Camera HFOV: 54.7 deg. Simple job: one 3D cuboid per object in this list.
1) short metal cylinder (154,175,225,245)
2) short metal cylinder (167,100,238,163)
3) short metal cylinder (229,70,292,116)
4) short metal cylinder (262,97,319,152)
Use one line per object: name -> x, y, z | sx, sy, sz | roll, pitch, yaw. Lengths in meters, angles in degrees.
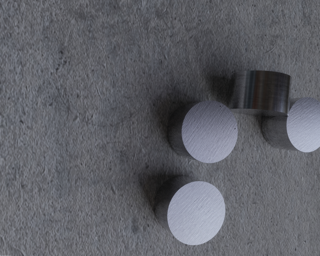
short metal cylinder -> 0.038, 0.106, 0.410 | 0.081, 0.050, 0.080 | 0, 90, -20
short metal cylinder -> 0.056, 0.005, 0.416 | 0.081, 0.050, 0.080 | 0, 90, -20
short metal cylinder -> 0.138, -0.046, 0.430 | 0.081, 0.080, 0.050 | 7, 88, -20
short metal cylinder -> 0.204, -0.005, 0.469 | 0.081, 0.050, 0.079 | -1, 92, -22
